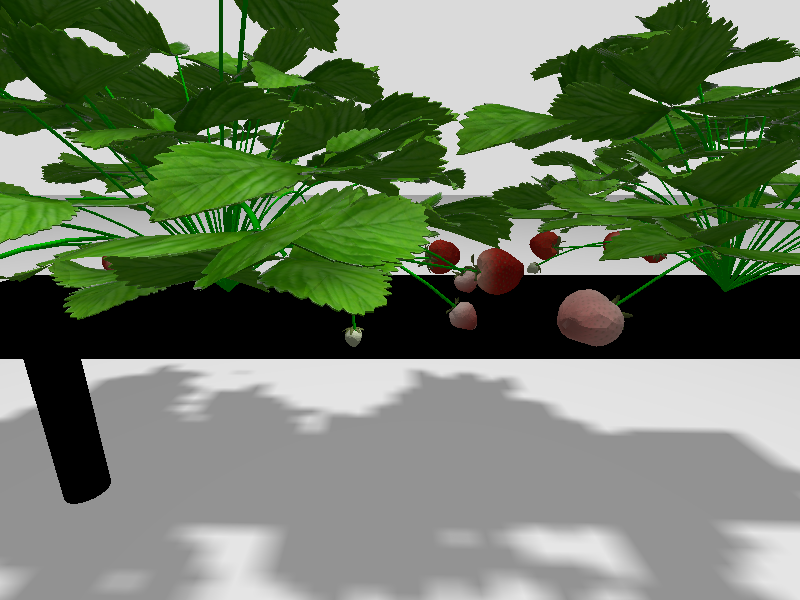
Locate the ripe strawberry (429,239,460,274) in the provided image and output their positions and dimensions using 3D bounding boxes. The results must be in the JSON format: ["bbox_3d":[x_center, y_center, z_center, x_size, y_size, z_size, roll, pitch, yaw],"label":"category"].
[{"bbox_3d":[0.047,-0.046,0.424,0.035,0.037,0.033,-5,17,-19],"label":"ripe strawberry"}]

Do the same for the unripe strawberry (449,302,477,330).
[{"bbox_3d":[0.044,0.012,0.268,0.019,0.019,0.018,42,29,10],"label":"unripe strawberry"}]

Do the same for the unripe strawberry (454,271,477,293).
[{"bbox_3d":[0.059,-0.015,0.354,0.020,0.019,0.018,-30,14,10],"label":"unripe strawberry"}]

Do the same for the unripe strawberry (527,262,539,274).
[{"bbox_3d":[0.142,-0.034,0.430,0.013,0.013,0.012,-29,1,30],"label":"unripe strawberry"}]

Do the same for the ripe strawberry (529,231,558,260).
[{"bbox_3d":[0.184,-0.070,0.515,0.035,0.037,0.038,-11,19,-32],"label":"ripe strawberry"}]

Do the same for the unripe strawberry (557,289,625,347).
[{"bbox_3d":[0.111,0.011,0.239,0.037,0.032,0.037,-11,20,-32],"label":"unripe strawberry"}]

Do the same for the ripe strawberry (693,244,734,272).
[{"bbox_3d":[0.344,-0.050,0.442,0.037,0.039,0.041,9,18,28],"label":"ripe strawberry"}]

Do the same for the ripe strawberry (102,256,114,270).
[{"bbox_3d":[-0.307,-0.041,0.429,0.024,0.025,0.022,-7,12,28],"label":"ripe strawberry"}]

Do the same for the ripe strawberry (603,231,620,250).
[{"bbox_3d":[0.288,-0.075,0.538,0.032,0.034,0.035,-1,16,-2],"label":"ripe strawberry"}]

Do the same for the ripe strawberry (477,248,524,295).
[{"bbox_3d":[0.090,-0.026,0.358,0.042,0.041,0.039,1,16,0],"label":"ripe strawberry"}]

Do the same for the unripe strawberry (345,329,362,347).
[{"bbox_3d":[-0.027,0.022,0.238,0.011,0.011,0.010,-16,23,-43],"label":"unripe strawberry"}]

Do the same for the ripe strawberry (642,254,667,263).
[{"bbox_3d":[0.312,-0.061,0.495,0.029,0.031,0.031,2,16,7],"label":"ripe strawberry"}]
